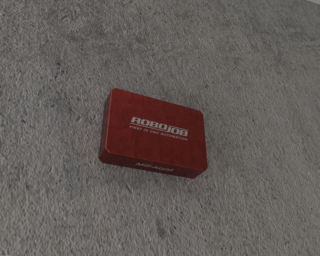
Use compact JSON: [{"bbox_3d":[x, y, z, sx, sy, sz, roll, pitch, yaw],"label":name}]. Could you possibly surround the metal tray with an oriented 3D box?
[{"bbox_3d":[-0.006,0.008,0.392,0.131,0.030,0.090,13,56,-21],"label":"metal tray"}]
